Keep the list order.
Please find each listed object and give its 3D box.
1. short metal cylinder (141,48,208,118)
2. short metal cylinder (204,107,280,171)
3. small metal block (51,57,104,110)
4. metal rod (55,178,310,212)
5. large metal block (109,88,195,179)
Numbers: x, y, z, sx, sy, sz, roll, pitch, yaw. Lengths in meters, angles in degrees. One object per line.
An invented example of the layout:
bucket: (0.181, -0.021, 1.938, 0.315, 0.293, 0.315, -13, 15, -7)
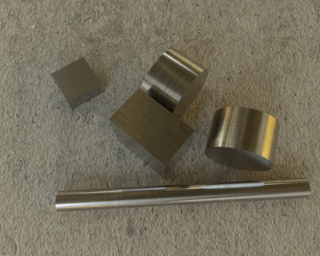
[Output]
short metal cylinder: (0.018, -0.055, 0.399, 0.050, 0.080, 0.080, 36, 74, 12)
short metal cylinder: (0.099, 0.015, 0.374, 0.080, 0.080, 0.050, 15, 71, 5)
small metal block: (-0.114, -0.062, 0.430, 0.050, 0.025, 0.050, -31, 73, -11)
metal rod: (0.028, 0.081, 0.378, 0.302, 0.025, 0.025, -3, 70, -1)
large metal block: (-0.009, 0.010, 0.375, 0.080, 0.080, 0.050, 38, 75, 12)
